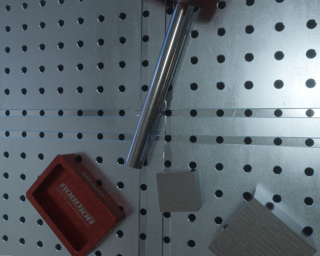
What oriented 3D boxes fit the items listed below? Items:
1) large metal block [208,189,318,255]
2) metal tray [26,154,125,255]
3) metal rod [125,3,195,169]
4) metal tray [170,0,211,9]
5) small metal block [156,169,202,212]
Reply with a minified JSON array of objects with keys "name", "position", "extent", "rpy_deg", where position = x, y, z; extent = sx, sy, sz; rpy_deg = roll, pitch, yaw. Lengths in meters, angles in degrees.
[{"name":"large metal block","position":[0.116,0.131,0.358],"extent":[0.080,0.050,0.080],"rpy_deg":[41,103,15]},{"name":"metal tray","position":[-0.125,0.113,0.452],"extent":[0.130,0.030,0.090],"rpy_deg":[45,104,14]},{"name":"metal rod","position":[0.010,-0.089,0.408],"extent":[0.025,0.025,0.298],"rpy_deg":[20,97,18]},{"name":"metal tray","position":[0.019,-0.208,0.380],"extent":[0.130,0.030,0.089],"rpy_deg":[31,103,34]},{"name":"small metal block","position":[0.025,0.081,0.403],"extent":[0.050,0.025,0.050],"rpy_deg":[-6,88,19]}]
